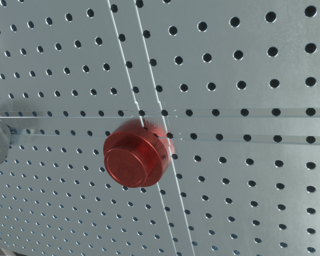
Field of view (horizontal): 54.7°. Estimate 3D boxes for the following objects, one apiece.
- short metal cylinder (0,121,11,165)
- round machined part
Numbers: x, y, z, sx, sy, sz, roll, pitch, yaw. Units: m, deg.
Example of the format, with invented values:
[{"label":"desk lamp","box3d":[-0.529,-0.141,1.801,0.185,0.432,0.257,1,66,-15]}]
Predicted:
[{"label":"short metal cylinder","box3d":[-0.314,0.027,0.554,0.080,0.080,0.050,34,129,5]},{"label":"round machined part","box3d":[-0.041,0.048,0.450,0.098,0.042,0.097,13,124,20]}]
